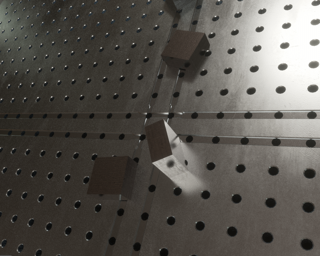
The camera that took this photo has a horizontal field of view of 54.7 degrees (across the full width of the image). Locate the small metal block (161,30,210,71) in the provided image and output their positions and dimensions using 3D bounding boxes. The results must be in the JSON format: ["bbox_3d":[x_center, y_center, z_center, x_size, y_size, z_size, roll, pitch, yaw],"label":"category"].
[{"bbox_3d":[0.038,-0.116,0.458,0.050,0.025,0.050,20,72,35],"label":"small metal block"}]

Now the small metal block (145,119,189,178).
[{"bbox_3d":[0.008,0.026,0.371,0.025,0.050,0.050,-24,53,14],"label":"small metal block"}]

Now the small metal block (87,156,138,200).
[{"bbox_3d":[-0.061,0.065,0.399,0.050,0.025,0.050,-5,59,25],"label":"small metal block"}]

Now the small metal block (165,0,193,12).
[{"bbox_3d":[0.035,-0.235,0.533,0.050,0.025,0.050,-37,51,3],"label":"small metal block"}]
